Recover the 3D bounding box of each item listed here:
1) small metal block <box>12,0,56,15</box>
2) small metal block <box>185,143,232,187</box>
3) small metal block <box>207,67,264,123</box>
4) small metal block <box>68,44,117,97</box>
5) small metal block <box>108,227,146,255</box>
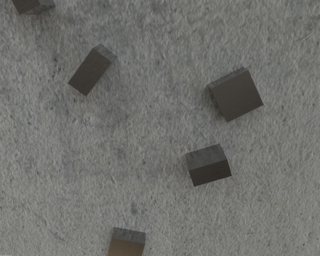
[{"bbox_3d":[-0.146,-0.153,0.338,0.025,0.050,0.050,-23,109,8],"label":"small metal block"},{"bbox_3d":[0.064,0.049,0.415,0.050,0.050,0.025,-17,109,6],"label":"small metal block"},{"bbox_3d":[0.096,-0.043,0.395,0.050,0.025,0.050,-27,108,9],"label":"small metal block"},{"bbox_3d":[-0.079,-0.070,0.369,0.025,0.050,0.050,37,106,-13],"label":"small metal block"},{"bbox_3d":[-0.052,0.185,0.477,0.050,0.025,0.050,12,110,-5],"label":"small metal block"}]
